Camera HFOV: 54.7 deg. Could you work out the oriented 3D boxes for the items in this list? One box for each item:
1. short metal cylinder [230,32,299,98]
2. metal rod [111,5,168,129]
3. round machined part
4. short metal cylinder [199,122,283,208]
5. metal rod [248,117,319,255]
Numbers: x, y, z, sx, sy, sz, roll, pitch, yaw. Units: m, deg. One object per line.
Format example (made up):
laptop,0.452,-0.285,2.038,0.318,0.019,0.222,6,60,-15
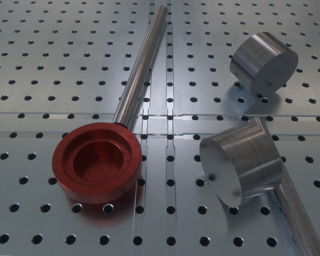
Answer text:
short metal cylinder,0.150,-0.090,0.449,0.081,0.080,0.050,-21,53,-17
metal rod,-0.025,-0.112,0.501,0.025,0.025,0.300,9,50,7
round machined part,-0.070,0.043,0.360,0.099,0.042,0.098,0,50,0
short metal cylinder,0.086,0.040,0.339,0.050,0.080,0.080,-20,53,-16
metal rod,0.146,0.107,0.317,0.025,0.025,0.300,-6,50,-5
